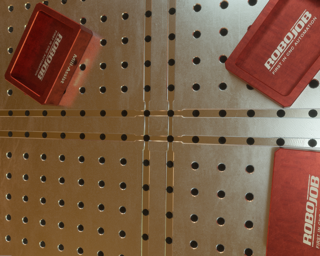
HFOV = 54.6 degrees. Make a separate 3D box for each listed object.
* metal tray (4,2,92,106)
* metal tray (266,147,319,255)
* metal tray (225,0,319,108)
[{"bbox_3d":[-0.171,-0.110,0.471,0.090,0.030,0.129,32,100,17],"label":"metal tray"},{"bbox_3d":[0.172,0.090,0.349,0.090,0.030,0.129,5,92,20],"label":"metal tray"},{"bbox_3d":[0.149,-0.099,0.357,0.090,0.030,0.130,38,102,16],"label":"metal tray"}]
